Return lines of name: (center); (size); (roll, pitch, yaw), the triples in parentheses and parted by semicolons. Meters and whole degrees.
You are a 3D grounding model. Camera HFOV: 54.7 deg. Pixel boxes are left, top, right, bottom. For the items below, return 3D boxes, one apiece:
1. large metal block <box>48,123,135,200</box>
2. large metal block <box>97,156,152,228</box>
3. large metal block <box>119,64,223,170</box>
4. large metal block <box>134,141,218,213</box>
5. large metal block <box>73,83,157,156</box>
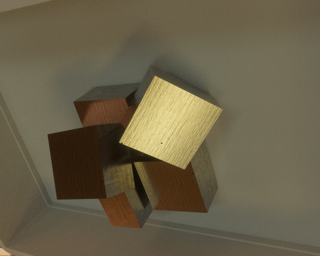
large metal block: (-0.083, 0.040, 0.373); (0.080, 0.050, 0.080); (-10, 88, 32)
large metal block: (-0.043, 0.083, 0.443); (0.050, 0.080, 0.080); (-7, 115, 31)
large metal block: (0.009, -0.012, 0.344); (0.080, 0.050, 0.080); (24, 109, -17)
large metal block: (0.023, 0.064, 0.414); (0.080, 0.050, 0.080); (-5, 116, 30)
large metal block: (-0.055, -0.011, 0.412); (0.080, 0.050, 0.080); (-1, 118, 28)
